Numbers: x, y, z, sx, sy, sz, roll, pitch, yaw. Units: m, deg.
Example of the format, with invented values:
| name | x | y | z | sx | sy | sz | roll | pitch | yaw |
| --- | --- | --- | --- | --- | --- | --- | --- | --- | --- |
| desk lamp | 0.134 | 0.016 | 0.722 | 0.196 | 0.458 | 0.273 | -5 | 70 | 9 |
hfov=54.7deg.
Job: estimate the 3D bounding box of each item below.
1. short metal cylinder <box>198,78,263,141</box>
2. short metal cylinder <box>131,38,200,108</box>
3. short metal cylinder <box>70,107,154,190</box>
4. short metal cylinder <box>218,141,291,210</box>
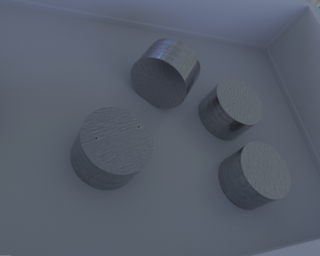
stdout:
| name | x | y | z | sx | sy | sz | roll | pitch | yaw |
| --- | --- | --- | --- | --- | --- | --- | --- | --- | --- |
| short metal cylinder | 0.105 | -0.028 | 0.463 | 0.081 | 0.050 | 0.080 | 14 | 56 | -21 |
| short metal cylinder | 0.008 | -0.073 | 0.419 | 0.080 | 0.080 | 0.050 | 36 | 51 | -5 |
| short metal cylinder | -0.054 | 0.023 | 0.346 | 0.081 | 0.050 | 0.080 | 14 | 56 | -21 |
| short metal cylinder | 0.127 | 0.064 | 0.418 | 0.081 | 0.050 | 0.080 | 14 | 56 | -21 |
